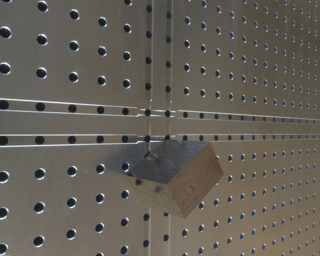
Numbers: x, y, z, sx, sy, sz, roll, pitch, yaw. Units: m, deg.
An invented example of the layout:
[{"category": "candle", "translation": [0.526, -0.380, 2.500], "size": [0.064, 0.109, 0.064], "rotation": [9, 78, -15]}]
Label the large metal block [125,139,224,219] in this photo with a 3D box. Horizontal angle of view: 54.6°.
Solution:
[{"category": "large metal block", "translation": [0.018, 0.058, 0.388], "size": [0.080, 0.080, 0.050], "rotation": [-40, 115, -33]}]
